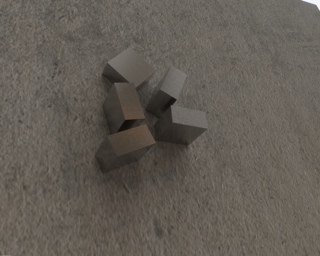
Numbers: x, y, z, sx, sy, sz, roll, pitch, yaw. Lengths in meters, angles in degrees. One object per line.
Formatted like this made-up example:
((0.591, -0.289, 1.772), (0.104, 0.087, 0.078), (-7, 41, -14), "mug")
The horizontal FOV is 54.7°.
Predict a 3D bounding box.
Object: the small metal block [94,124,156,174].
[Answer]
((-0.040, 0.024, 0.353), (0.050, 0.050, 0.025), (-18, 72, -35), "small metal block")

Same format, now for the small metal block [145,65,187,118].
((0.008, -0.049, 0.423), (0.025, 0.050, 0.050), (30, 52, -10), "small metal block")

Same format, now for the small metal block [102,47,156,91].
((-0.042, -0.077, 0.430), (0.050, 0.025, 0.050), (42, 51, 0), "small metal block")

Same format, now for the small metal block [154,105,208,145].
((0.026, -0.002, 0.405), (0.050, 0.050, 0.025), (10, 58, -24), "small metal block")

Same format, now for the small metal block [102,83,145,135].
((-0.046, -0.020, 0.377), (0.025, 0.050, 0.050), (-5, 64, -31), "small metal block")
